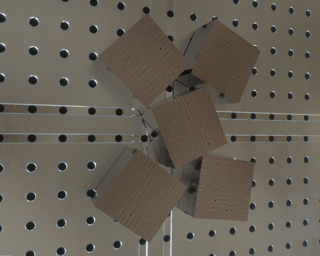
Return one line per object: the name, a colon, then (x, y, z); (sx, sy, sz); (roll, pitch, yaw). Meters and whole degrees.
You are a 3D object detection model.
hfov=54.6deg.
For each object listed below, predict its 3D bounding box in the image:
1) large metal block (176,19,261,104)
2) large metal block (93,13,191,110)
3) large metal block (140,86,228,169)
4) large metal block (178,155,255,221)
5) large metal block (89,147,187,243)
large metal block: (0.078, -0.087, 0.427); (0.080, 0.050, 0.080); (28, 81, -21)
large metal block: (-0.024, -0.080, 0.390); (0.080, 0.050, 0.080); (-46, 104, -14)
large metal block: (0.031, -0.002, 0.409); (0.081, 0.050, 0.080); (-24, 98, -18)
large metal block: (0.077, 0.080, 0.427); (0.081, 0.050, 0.080); (10, 87, -20)
large metal block: (-0.028, 0.080, 0.387); (0.080, 0.050, 0.080); (39, 77, -16)
